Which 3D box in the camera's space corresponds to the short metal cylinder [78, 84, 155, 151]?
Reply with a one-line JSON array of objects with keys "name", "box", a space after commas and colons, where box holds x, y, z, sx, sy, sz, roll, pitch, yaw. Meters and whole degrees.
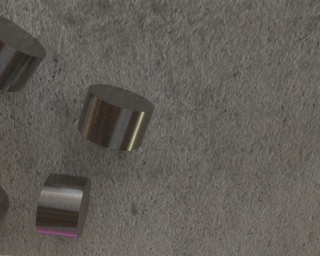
[{"name": "short metal cylinder", "box": [-0.053, -0.014, 0.375, 0.080, 0.080, 0.050, 18, 109, -7]}]

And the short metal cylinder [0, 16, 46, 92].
[{"name": "short metal cylinder", "box": [-0.178, -0.086, 0.346, 0.080, 0.080, 0.050, 37, 106, -13]}]

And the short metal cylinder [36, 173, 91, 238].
[{"name": "short metal cylinder", "box": [-0.127, 0.104, 0.417, 0.050, 0.080, 0.079, 8, 110, -3]}]

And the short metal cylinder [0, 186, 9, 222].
[{"name": "short metal cylinder", "box": [-0.264, 0.116, 0.435, 0.081, 0.050, 0.079, 0, 110, -1]}]
